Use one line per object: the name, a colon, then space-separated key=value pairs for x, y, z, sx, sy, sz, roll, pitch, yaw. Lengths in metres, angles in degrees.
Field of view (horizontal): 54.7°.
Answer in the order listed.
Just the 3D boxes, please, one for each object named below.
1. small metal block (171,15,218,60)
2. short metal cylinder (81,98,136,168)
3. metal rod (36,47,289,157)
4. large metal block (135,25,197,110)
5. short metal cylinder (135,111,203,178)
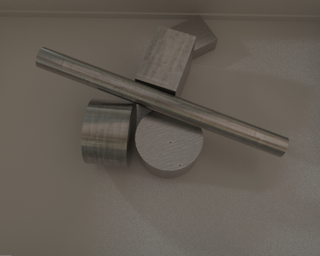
small metal block: x=0.049 y=-0.132 z=0.459 sx=0.050 sy=0.025 sz=0.050 roll=-28 pitch=73 yaw=-10
short metal cylinder: x=-0.059 y=0.006 z=0.378 sx=0.050 sy=0.080 sz=0.080 roll=6 pitch=70 yaw=2
metal rod: x=0.003 y=-0.030 z=0.362 sx=0.301 sy=0.025 sz=0.025 roll=20 pitch=71 yaw=0
large metal block: x=0.008 y=-0.071 z=0.407 sx=0.050 sy=0.080 sz=0.080 roll=19 pitch=71 yaw=6
short metal cylinder: x=0.011 y=0.020 z=0.389 sx=0.081 sy=0.050 sz=0.080 roll=0 pitch=70 yaw=0
